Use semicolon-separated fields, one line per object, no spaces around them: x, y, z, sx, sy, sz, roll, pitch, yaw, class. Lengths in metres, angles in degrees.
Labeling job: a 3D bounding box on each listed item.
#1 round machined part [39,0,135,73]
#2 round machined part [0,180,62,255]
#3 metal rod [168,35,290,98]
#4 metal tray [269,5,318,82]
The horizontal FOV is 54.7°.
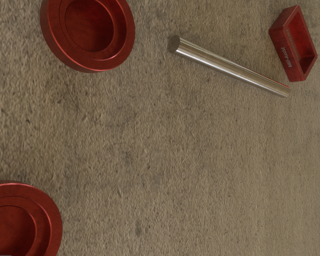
-0.078;-0.107;0.329;0.099;0.042;0.097;0;90;-40;round machined part
-0.143;0.095;0.275;0.099;0.042;0.097;0;90;-40;round machined part
0.133;-0.093;0.518;0.302;0.025;0.025;10;83;-40;metal rod
0.277;-0.171;0.636;0.090;0.030;0.130;-51;120;-28;metal tray
